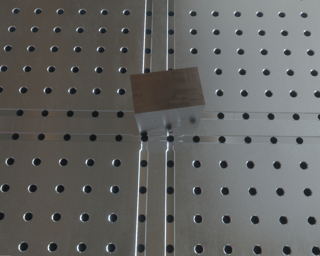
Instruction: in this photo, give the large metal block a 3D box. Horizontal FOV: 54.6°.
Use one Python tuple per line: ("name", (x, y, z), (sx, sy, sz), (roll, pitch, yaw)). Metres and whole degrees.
("large metal block", (0.008, -0.031, 0.394), (0.080, 0.080, 0.050), (-8, 70, -3))
